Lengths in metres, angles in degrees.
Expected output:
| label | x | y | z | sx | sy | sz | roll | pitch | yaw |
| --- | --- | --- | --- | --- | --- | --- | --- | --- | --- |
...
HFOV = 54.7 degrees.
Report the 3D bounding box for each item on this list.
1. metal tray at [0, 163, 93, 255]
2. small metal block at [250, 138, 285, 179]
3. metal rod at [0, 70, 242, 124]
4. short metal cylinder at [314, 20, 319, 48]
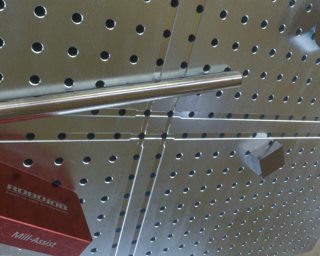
| label | x | y | z | sx | sy | sz | roll | pitch | yaw |
| --- | --- | --- | --- | --- | --- | --- | --- | --- | --- |
| metal tray | -0.144 | 0.091 | 0.346 | 0.030 | 0.090 | 0.130 | -49 | 129 | 6 |
| small metal block | 0.191 | 0.055 | 0.549 | 0.050 | 0.025 | 0.050 | -30 | 129 | -9 |
| metal rod | -0.032 | -0.041 | 0.368 | 0.303 | 0.025 | 0.025 | -11 | 123 | -23 |
| short metal cylinder | 0.273 | -0.134 | 0.442 | 0.050 | 0.080 | 0.080 | 21 | 107 | -36 |
